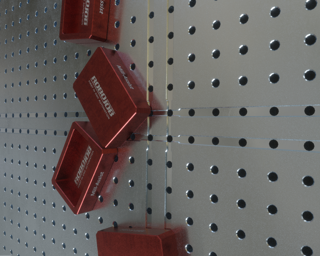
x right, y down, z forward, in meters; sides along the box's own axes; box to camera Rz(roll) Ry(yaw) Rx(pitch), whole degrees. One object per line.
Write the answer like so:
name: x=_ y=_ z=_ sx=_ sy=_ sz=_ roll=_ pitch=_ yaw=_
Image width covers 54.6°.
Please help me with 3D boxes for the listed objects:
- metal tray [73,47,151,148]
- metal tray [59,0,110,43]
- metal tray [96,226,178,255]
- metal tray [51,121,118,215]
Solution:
metal tray: x=-0.078 y=-0.047 z=0.472 sx=0.090 sy=0.030 sz=0.130 roll=-46 pitch=63 yaw=30
metal tray: x=-0.123 y=-0.208 z=0.508 sx=0.090 sy=0.030 sz=0.129 roll=11 pitch=97 yaw=39
metal tray: x=-0.033 y=0.190 z=0.435 sx=0.130 sy=0.030 sz=0.090 roll=-12 pitch=82 yaw=39
metal tray: x=-0.129 y=0.065 z=0.513 sx=0.090 sy=0.030 sz=0.129 roll=39 pitch=114 yaw=33
